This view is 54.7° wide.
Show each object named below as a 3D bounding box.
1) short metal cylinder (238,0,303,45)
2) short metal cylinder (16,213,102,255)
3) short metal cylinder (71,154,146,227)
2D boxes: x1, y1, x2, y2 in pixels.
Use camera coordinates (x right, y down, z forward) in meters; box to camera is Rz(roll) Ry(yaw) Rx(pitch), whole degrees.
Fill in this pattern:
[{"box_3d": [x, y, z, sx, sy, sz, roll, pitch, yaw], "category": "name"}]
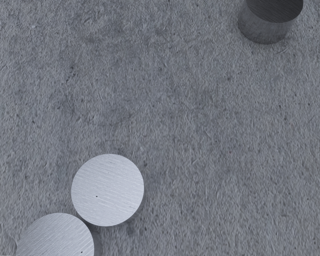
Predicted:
[{"box_3d": [0.161, -0.172, 0.459, 0.081, 0.050, 0.080, 0, 70, 0], "category": "short metal cylinder"}, {"box_3d": [-0.109, 0.137, 0.344, 0.081, 0.050, 0.080, 0, 70, 0], "category": "short metal cylinder"}, {"box_3d": [-0.058, 0.076, 0.367, 0.081, 0.050, 0.080, 0, 70, 0], "category": "short metal cylinder"}]
